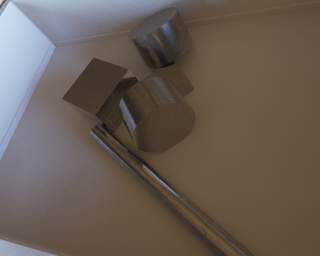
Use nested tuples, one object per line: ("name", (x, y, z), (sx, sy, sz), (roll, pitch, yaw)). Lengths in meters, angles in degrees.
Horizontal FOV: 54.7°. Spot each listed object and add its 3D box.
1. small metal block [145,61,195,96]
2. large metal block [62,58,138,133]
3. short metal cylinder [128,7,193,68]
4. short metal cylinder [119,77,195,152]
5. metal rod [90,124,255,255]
("small metal block", (0.012, -0.061, 0.436), (0.050, 0.025, 0.050), (-35, 52, 4))
("large metal block", (-0.084, -0.051, 0.463), (0.080, 0.050, 0.080), (24, 75, 36))
("short metal cylinder", (0.001, -0.132, 0.453), (0.080, 0.050, 0.080), (-23, 33, 16))
("short metal cylinder", (-0.004, -0.015, 0.381), (0.080, 0.080, 0.050), (-35, 52, 5))
("metal rod", (0.007, 0.075, 0.355), (0.025, 0.025, 0.300), (-49, 52, -6))
